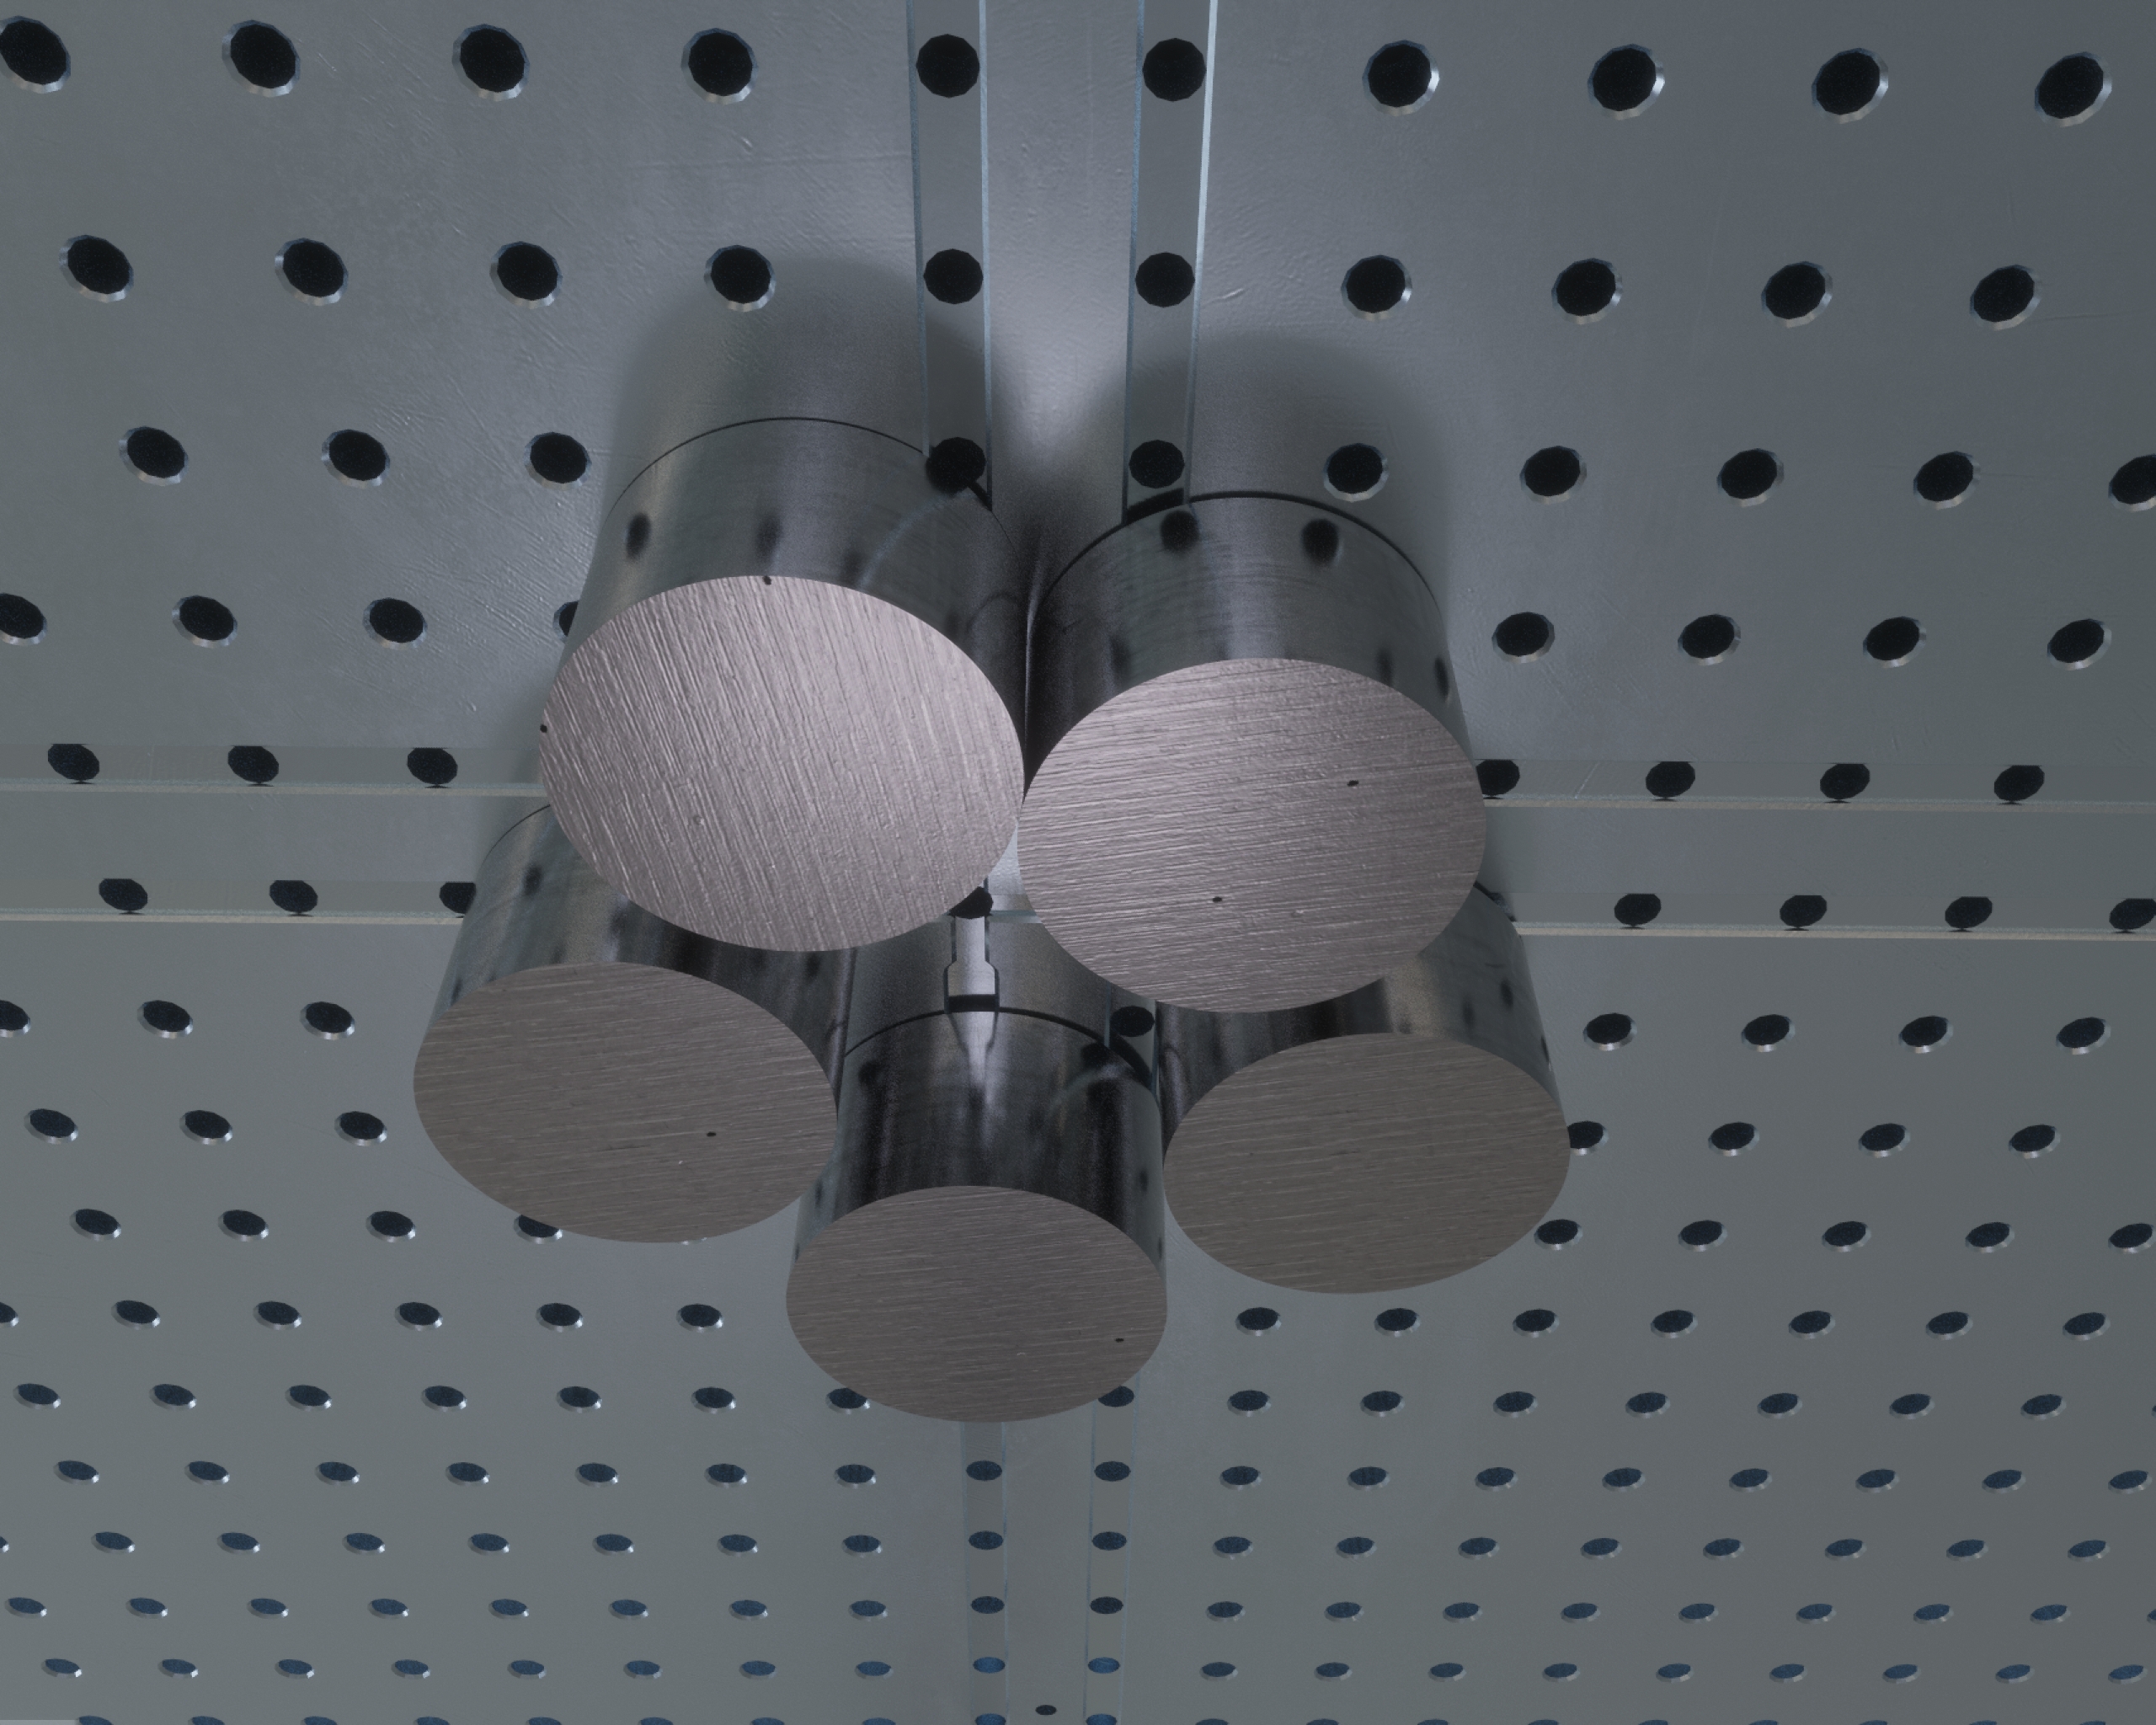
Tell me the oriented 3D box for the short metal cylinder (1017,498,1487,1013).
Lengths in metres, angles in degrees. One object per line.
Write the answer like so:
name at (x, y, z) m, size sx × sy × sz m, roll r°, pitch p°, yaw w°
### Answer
short metal cylinder at (0.030, -0.019, 0.378) m, size 0.081 × 0.050 × 0.079 m, roll 0°, pitch 131°, yaw 0°

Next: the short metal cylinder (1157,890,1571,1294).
short metal cylinder at (0.057, 0.045, 0.433) m, size 0.081 × 0.050 × 0.079 m, roll 0°, pitch 132°, yaw 0°

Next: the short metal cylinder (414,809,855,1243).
short metal cylinder at (-0.087, 0.032, 0.421) m, size 0.081 × 0.050 × 0.079 m, roll 0°, pitch 131°, yaw 0°

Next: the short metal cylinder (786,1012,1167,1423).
short metal cylinder at (-0.021, 0.079, 0.461) m, size 0.081 × 0.050 × 0.079 m, roll 0°, pitch 130°, yaw 0°

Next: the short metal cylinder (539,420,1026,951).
short metal cylinder at (-0.049, -0.030, 0.368) m, size 0.081 × 0.050 × 0.079 m, roll -1°, pitch 130°, yaw 0°
